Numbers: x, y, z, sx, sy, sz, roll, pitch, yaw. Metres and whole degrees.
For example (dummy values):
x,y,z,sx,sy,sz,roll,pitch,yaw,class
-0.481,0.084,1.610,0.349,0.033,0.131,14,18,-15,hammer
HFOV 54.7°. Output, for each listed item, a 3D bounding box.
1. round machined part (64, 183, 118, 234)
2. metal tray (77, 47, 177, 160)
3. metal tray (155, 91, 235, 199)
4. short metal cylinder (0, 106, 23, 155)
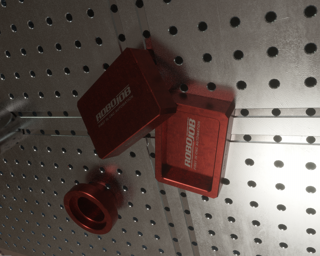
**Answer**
x,y,z,sx,sy,sz,roll,pitch,yaw,class
-0.115,0.135,0.542,0.098,0.042,0.097,13,124,20,round machined part
-0.048,-0.027,0.392,0.129,0.030,0.090,-36,73,38,metal tray
0.041,0.023,0.399,0.090,0.030,0.129,14,124,20,metal tray
-0.295,0.007,0.551,0.080,0.050,0.079,13,124,20,short metal cylinder
